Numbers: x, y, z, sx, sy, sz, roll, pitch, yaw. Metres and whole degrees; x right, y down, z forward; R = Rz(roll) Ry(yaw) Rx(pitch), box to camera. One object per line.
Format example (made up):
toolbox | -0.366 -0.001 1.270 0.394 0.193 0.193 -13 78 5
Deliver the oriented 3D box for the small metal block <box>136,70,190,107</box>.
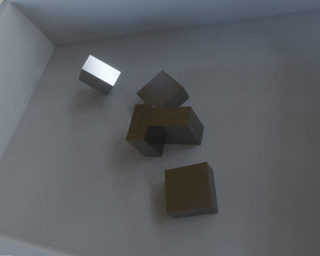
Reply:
small metal block | 0.004 -0.045 0.430 0.050 0.025 0.050 -42 51 -1

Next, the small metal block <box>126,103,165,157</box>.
small metal block | -0.014 0.004 0.394 0.025 0.050 0.050 -2 61 27

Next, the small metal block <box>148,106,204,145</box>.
small metal block | 0.021 -0.002 0.379 0.050 0.050 0.025 0 62 28

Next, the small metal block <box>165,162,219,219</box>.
small metal block | 0.034 0.070 0.344 0.050 0.025 0.050 -14 56 19

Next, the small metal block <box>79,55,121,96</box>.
small metal block | -0.093 -0.079 0.472 0.025 0.050 0.050 -66 13 -18
